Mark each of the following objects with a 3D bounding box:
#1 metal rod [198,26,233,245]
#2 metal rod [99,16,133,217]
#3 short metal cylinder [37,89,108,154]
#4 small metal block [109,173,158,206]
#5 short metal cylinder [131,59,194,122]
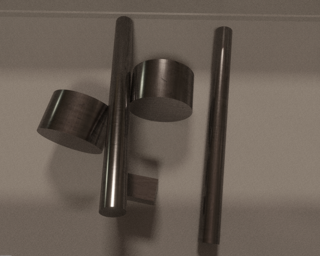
[{"bbox_3d":[0.076,-0.005,0.412,0.025,0.025,0.299,7,70,2],"label":"metal rod"},{"bbox_3d":[-0.049,-0.041,0.376,0.025,0.025,0.300,-2,52,-1],"label":"metal rod"},{"bbox_3d":[-0.102,-0.006,0.381,0.080,0.080,0.050,15,71,5],"label":"short metal cylinder"},{"bbox_3d":[-0.029,0.073,0.369,0.050,0.050,0.025,11,71,3],"label":"small metal block"},{"bbox_3d":[0.002,-0.045,0.397,0.081,0.080,0.050,4,70,1],"label":"short metal cylinder"}]
